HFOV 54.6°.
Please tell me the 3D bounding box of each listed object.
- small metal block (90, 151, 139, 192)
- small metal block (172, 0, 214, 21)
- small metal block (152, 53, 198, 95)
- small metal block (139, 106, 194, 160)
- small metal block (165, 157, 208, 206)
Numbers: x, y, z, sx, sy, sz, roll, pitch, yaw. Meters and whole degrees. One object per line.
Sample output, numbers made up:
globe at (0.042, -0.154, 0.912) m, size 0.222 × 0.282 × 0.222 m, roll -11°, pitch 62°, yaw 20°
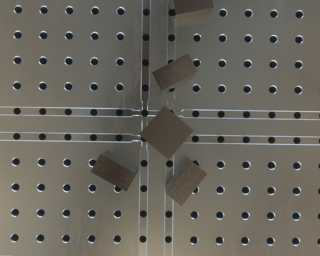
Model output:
small metal block at (-0.056, 0.054, 0.401) m, size 0.050 × 0.050 × 0.025 m, roll 29°, pitch 90°, yaw 0°
small metal block at (0.041, -0.176, 0.413) m, size 0.050 × 0.025 × 0.050 m, roll -11°, pitch 90°, yaw 0°
small metal block at (0.018, -0.068, 0.401) m, size 0.050 × 0.050 × 0.025 m, roll -29°, pitch 90°, yaw 0°
small metal block at (0.008, 0.006, 0.413) m, size 0.050 × 0.025 × 0.050 m, roll 41°, pitch 90°, yaw 0°
small metal block at (0.032, 0.067, 0.401) m, size 0.025 × 0.050 × 0.050 m, roll 39°, pitch 90°, yaw 0°
